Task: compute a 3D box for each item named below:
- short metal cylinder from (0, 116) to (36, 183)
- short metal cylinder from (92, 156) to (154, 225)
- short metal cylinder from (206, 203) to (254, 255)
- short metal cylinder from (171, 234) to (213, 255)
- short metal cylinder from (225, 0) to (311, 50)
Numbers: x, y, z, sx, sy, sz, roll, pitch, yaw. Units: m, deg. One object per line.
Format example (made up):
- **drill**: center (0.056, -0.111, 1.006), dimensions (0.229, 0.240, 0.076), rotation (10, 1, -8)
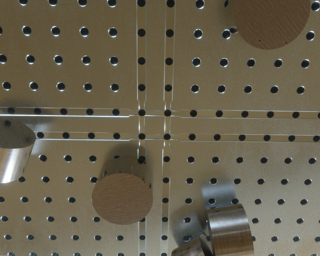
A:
- **short metal cylinder**: center (-0.206, 0.025, 0.390), dimensions (0.080, 0.080, 0.050), rotation (22, 109, -9)
- **short metal cylinder**: center (-0.050, 0.086, 0.431), dimensions (0.081, 0.050, 0.079), rotation (0, 110, -1)
- **short metal cylinder**: center (0.098, 0.152, 0.442), dimensions (0.050, 0.080, 0.079), rotation (-9, 110, 3)
- **short metal cylinder**: center (0.060, 0.208, 0.462), dimensions (0.050, 0.080, 0.080), rotation (-33, 107, 11)
- **short metal cylinder**: center (0.120, -0.133, 0.353), dimensions (0.081, 0.050, 0.079), rotation (0, 110, -1)
